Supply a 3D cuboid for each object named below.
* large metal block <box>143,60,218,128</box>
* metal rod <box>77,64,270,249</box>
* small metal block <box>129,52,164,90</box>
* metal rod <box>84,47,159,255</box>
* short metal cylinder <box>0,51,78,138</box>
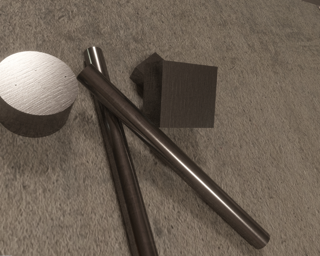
[{"bbox_3d":[0.025,-0.042,0.406,0.081,0.050,0.079,0,95,-29],"label":"large metal block"},{"bbox_3d":[0.020,0.038,0.372,0.300,0.025,0.025,44,51,-6],"label":"metal rod"},{"bbox_3d":[-0.007,-0.075,0.447,0.050,0.025,0.050,42,51,0],"label":"small metal block"},{"bbox_3d":[-0.047,0.030,0.360,0.025,0.025,0.299,-4,64,-30],"label":"metal rod"},{"bbox_3d":[-0.135,-0.036,0.337,0.081,0.050,0.080,14,56,-21],"label":"short metal cylinder"}]
